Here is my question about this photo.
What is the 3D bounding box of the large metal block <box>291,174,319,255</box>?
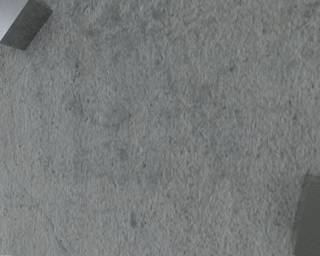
[{"bbox_3d":[0.191,0.100,0.329,0.080,0.050,0.079,12,94,19],"label":"large metal block"}]

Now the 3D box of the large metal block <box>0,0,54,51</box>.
[{"bbox_3d":[-0.227,-0.180,0.474,0.080,0.050,0.080,46,104,14],"label":"large metal block"}]
